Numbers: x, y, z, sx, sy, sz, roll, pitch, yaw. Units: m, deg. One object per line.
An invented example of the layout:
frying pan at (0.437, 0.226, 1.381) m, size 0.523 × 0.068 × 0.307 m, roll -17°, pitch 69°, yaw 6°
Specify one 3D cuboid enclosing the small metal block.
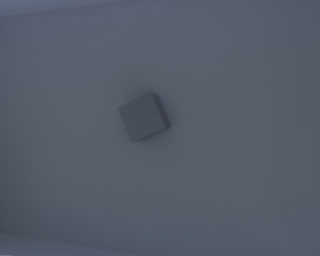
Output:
small metal block at (-0.021, -0.014, 0.413) m, size 0.050 × 0.025 × 0.050 m, roll -24°, pitch 82°, yaw 18°
